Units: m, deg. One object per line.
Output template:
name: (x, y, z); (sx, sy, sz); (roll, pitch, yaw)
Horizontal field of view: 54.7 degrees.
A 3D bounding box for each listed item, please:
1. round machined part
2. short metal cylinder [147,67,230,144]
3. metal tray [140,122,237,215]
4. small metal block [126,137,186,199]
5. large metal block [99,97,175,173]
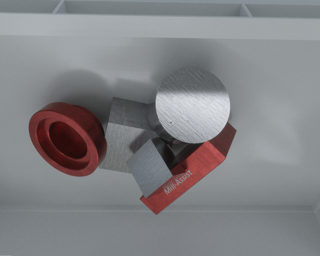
round machined part: (-0.109, 0.010, 0.388); (0.098, 0.042, 0.097); (13, 127, 18)
short metal cylinder: (0.030, -0.022, 0.344); (0.081, 0.080, 0.050); (12, 173, -11)
metal tray: (0.037, 0.048, 0.404); (0.030, 0.090, 0.129); (44, 121, 0)
small metal block: (-0.006, 0.046, 0.362); (0.025, 0.050, 0.050); (-4, 146, -52)
large metal block: (-0.030, 0.014, 0.403); (0.081, 0.050, 0.079); (11, 129, -10)
